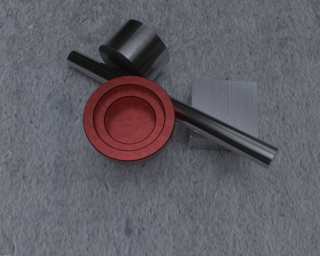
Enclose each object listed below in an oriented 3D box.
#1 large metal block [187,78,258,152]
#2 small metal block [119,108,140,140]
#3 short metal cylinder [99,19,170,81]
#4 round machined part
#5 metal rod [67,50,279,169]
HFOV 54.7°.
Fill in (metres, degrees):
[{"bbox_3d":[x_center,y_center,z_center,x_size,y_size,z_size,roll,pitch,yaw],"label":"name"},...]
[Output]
[{"bbox_3d":[0.079,-0.015,0.403,0.081,0.050,0.080,4,70,1],"label":"large metal block"},{"bbox_3d":[-0.037,-0.002,0.397,0.025,0.050,0.050,-2,70,-1],"label":"small metal block"},{"bbox_3d":[-0.034,-0.097,0.415,0.080,0.080,0.050,36,74,12],"label":"short metal cylinder"},{"bbox_3d":[-0.033,-0.006,0.350,0.099,0.042,0.098,0,71,-1],"label":"round machined part"},{"bbox_3d":[-0.003,-0.034,0.382,0.300,0.025,0.025,29,72,24],"label":"metal rod"}]
